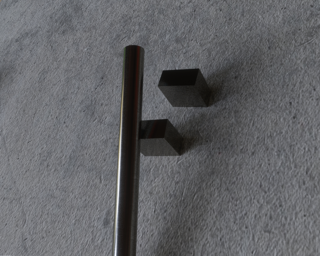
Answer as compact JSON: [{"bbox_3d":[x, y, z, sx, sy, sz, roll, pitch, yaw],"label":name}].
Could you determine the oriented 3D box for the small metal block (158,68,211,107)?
[{"bbox_3d":[0.033,-0.051,0.401,0.050,0.050,0.025,3,63,29],"label":"small metal block"}]

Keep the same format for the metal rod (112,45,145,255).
[{"bbox_3d":[-0.035,0.050,0.340,0.025,0.025,0.299,-5,75,25],"label":"metal rod"}]

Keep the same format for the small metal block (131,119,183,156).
[{"bbox_3d":[-0.005,0.013,0.381,0.050,0.050,0.025,-3,60,26],"label":"small metal block"}]
